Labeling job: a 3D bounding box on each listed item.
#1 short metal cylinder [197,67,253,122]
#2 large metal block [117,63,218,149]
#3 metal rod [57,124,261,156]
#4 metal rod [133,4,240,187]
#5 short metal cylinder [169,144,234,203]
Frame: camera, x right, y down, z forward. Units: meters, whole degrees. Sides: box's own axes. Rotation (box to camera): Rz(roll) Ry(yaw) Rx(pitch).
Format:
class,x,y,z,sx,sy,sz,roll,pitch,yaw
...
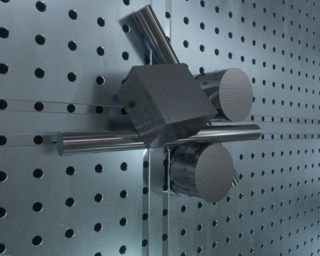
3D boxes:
class,x,y,z,sx,sy,sz,roll,pitch,yaw
short metal cylinder,0.096,-0.048,0.469,0.081,0.050,0.079,0,90,-40
large metal block,0.008,-0.030,0.372,0.081,0.050,0.080,-13,64,-39
metal rod,0.023,0.011,0.402,0.303,0.025,0.025,-2,92,-34
metal rod,0.047,-0.030,0.445,0.025,0.025,0.299,-46,118,-30
short metal cylinder,0.059,0.061,0.438,0.081,0.050,0.079,0,90,-40
